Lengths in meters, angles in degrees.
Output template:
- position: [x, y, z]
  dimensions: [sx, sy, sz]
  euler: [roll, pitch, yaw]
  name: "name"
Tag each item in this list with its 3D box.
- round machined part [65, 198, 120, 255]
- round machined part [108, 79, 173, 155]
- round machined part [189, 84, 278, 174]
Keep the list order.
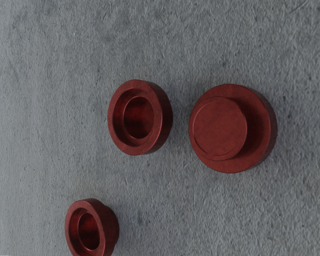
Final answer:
- position: [-0.101, 0.157, 0.477]
  dimensions: [0.098, 0.042, 0.097]
  euler: [0, 90, 40]
  name: "round machined part"
- position: [-0.022, -0.014, 0.412]
  dimensions: [0.098, 0.042, 0.097]
  euler: [0, 90, 40]
  name: "round machined part"
- position: [0.071, 0.001, 0.335]
  dimensions: [0.098, 0.042, 0.097]
  euler: [0, 90, 40]
  name: "round machined part"
